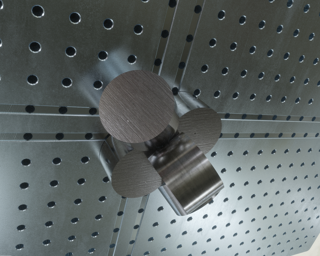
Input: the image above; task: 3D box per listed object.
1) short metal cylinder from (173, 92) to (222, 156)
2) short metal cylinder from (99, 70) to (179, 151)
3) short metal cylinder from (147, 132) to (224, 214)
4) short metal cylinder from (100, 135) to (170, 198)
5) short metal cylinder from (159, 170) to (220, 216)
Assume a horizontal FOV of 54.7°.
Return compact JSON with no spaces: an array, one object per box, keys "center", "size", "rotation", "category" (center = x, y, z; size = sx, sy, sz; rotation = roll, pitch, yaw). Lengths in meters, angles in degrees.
[{"center":[0.034,-0.002,0.413],"size":[0.081,0.050,0.079],"rotation":[-14,125,-21],"category":"short metal cylinder"},{"center":[-0.021,-0.018,0.345],"size":[0.080,0.080,0.050],"rotation":[-40,164,-2],"category":"short metal cylinder"},{"center":[0.029,0.052,0.358],"size":[0.050,0.080,0.080],"rotation":[-36,129,-5],"category":"short metal cylinder"},{"center":[-0.032,0.044,0.405],"size":[0.081,0.050,0.079],"rotation":[-14,125,-21],"category":"short metal cylinder"},{"center":[0.041,0.079,0.439],"size":[0.080,0.080,0.050],"rotation":[-35,94,-5],"category":"short metal cylinder"}]
